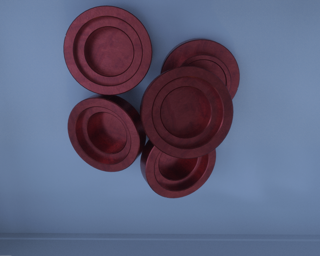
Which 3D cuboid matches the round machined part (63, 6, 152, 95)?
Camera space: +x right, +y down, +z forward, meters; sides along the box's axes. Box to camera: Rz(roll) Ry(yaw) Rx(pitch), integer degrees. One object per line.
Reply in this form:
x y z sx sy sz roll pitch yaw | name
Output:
-0.058 -0.089 0.364 0.099 0.042 0.097 0 103 -1 | round machined part

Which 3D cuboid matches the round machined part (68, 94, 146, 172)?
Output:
-0.063 0.003 0.392 0.098 0.042 0.097 8 113 18 | round machined part

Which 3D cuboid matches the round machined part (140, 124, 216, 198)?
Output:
0.020 0.039 0.405 0.099 0.042 0.097 -8 112 -21 | round machined part

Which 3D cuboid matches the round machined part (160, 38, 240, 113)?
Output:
0.050 -0.059 0.381 0.099 0.042 0.097 0 110 -1 | round machined part

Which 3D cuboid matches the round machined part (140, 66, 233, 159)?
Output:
0.027 -0.018 0.343 0.099 0.042 0.097 -1 97 -9 | round machined part
